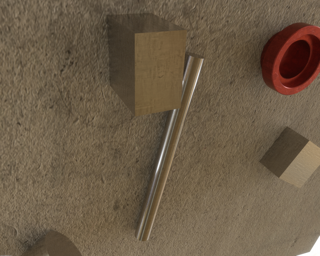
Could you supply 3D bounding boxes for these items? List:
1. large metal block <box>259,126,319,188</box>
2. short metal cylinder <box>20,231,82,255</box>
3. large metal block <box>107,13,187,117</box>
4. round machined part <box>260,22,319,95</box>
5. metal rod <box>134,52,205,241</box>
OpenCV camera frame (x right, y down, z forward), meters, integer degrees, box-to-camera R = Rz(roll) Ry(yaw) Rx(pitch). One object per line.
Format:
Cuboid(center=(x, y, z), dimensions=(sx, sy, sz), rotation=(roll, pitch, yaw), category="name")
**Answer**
Cuboid(center=(0.242, 0.054, 0.560), dimensions=(0.080, 0.050, 0.080), rotation=(25, 104, -37), category="large metal block")
Cuboid(center=(-0.142, 0.185, 0.409), dimensions=(0.050, 0.080, 0.080), rotation=(-40, 130, -2), category="short metal cylinder")
Cuboid(center=(-0.017, -0.069, 0.321), dimensions=(0.050, 0.080, 0.079), rotation=(-12, 124, -23), category="large metal block")
Cuboid(center=(0.183, -0.099, 0.437), dimensions=(0.099, 0.042, 0.097), rotation=(-14, 125, -21), category="round machined part")
Cuboid(center=(0.007, 0.042, 0.438), dimensions=(0.025, 0.025, 0.298), rotation=(1, 118, -29), category="metal rod")
